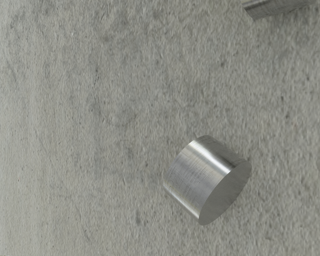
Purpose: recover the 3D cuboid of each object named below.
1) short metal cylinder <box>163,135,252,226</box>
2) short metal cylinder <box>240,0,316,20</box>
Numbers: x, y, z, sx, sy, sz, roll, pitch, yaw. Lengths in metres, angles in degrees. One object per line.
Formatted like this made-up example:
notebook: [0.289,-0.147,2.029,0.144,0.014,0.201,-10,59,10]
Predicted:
short metal cylinder: [0.050,0.054,0.326,0.050,0.081,0.079,38,113,33]
short metal cylinder: [0.106,-0.146,0.281,0.050,0.081,0.080,-5,87,40]
